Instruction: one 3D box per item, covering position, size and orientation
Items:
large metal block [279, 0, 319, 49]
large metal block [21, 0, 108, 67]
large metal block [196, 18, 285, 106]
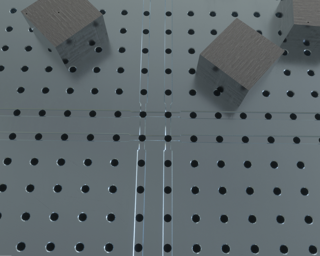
[{"bbox_3d":[0.229,-0.168,0.463,0.080,0.050,0.080,5,70,1],"label":"large metal block"},{"bbox_3d":[-0.136,-0.151,0.452,0.080,0.050,0.080,-41,75,-14],"label":"large metal block"},{"bbox_3d":[0.109,-0.092,0.433,0.080,0.050,0.080,40,75,13],"label":"large metal block"}]
